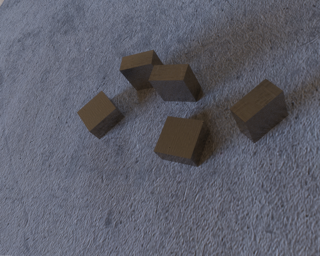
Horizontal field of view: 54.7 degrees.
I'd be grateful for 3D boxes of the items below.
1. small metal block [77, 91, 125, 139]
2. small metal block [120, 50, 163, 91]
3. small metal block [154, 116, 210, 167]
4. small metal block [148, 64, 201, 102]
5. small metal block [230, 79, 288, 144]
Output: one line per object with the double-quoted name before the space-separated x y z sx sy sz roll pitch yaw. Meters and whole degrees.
"small metal block" -0.089 -0.020 0.463 0.050 0.025 0.050 -42 51 -1
"small metal block" -0.022 -0.083 0.450 0.050 0.050 0.025 -7 59 24
"small metal block" 0.027 0.016 0.380 0.050 0.025 0.050 9 66 32
"small metal block" 0.021 -0.059 0.413 0.050 0.050 0.025 4 64 30
"small metal block" 0.110 -0.017 0.341 0.050 0.050 0.025 -40 51 1
